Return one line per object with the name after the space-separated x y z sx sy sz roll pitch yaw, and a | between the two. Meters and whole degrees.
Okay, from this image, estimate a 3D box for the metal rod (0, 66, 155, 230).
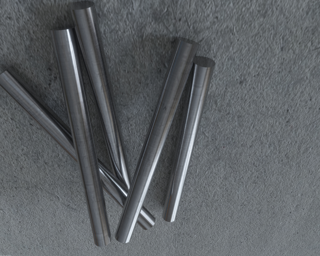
-0.099 0.044 0.420 0.025 0.025 0.300 -26 119 20 | metal rod

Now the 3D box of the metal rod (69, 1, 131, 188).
-0.065 -0.007 0.400 0.025 0.025 0.298 -4 130 3 | metal rod

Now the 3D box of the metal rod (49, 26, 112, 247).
-0.092 0.030 0.386 0.025 0.025 0.298 -3 116 2 | metal rod

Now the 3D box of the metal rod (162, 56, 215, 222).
0.033 0.039 0.440 0.025 0.025 0.298 5 130 -4 | metal rod

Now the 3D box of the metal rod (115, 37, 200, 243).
-0.012 0.034 0.395 0.025 0.025 0.298 13 117 -11 | metal rod
